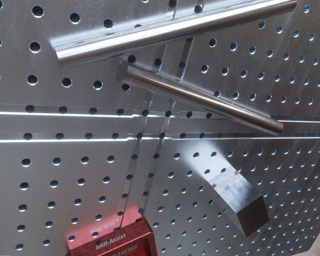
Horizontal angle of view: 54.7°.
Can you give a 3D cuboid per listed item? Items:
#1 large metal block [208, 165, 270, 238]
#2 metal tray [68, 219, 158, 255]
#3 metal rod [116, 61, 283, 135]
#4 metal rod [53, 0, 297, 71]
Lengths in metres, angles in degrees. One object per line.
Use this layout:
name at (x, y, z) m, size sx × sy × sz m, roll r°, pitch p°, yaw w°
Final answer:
large metal block at (0.134, 0.125, 0.529) m, size 0.050 × 0.080 × 0.080 m, roll -33°, pitch 129°, yaw -7°
metal tray at (-0.071, 0.211, 0.501) m, size 0.131 × 0.030 × 0.089 m, roll -19°, pitch 126°, yaw -18°
metal rod at (0.077, -0.032, 0.435) m, size 0.302 × 0.025 × 0.025 m, roll 15°, pitch 110°, yaw -35°
metal rod at (0.033, -0.117, 0.358) m, size 0.302 × 0.025 × 0.025 m, roll -19°, pitch 126°, yaw -18°
